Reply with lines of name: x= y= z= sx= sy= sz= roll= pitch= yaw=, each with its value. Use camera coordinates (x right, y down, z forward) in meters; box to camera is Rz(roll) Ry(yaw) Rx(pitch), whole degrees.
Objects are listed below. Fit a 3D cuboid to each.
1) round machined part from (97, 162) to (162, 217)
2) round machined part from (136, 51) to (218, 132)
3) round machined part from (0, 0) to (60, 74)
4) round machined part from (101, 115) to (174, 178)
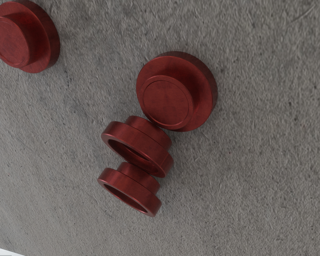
round machined part: x=-0.039 y=0.085 z=0.451 sx=0.098 sy=0.042 sz=0.098 roll=28 pitch=158 yaw=13
round machined part: x=0.015 y=-0.037 z=0.365 sx=0.098 sy=0.042 sz=0.097 roll=13 pitch=124 yaw=21
round machined part: x=-0.190 y=-0.120 z=0.422 sx=0.098 sy=0.042 sz=0.097 roll=13 pitch=124 yaw=21
round machined part: x=-0.024 y=0.020 z=0.402 sx=0.098 sy=0.042 sz=0.098 roll=29 pitch=161 yaw=12
